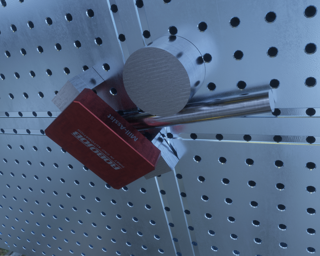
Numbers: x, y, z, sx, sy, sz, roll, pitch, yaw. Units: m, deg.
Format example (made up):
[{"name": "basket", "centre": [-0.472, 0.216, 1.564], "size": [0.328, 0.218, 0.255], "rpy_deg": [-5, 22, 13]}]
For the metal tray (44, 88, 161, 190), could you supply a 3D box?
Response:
[{"name": "metal tray", "centre": [-0.075, 0.020, 0.408], "size": [0.130, 0.030, 0.090], "rpy_deg": [42, 130, -16]}]

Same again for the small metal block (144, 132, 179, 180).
[{"name": "small metal block", "centre": [-0.010, 0.040, 0.439], "size": [0.050, 0.025, 0.050], "rpy_deg": [-26, 105, 36]}]

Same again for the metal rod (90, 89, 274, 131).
[{"name": "metal rod", "centre": [-0.008, -0.011, 0.407], "size": [0.300, 0.025, 0.025], "rpy_deg": [-8, 115, 31]}]

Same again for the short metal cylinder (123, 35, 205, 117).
[{"name": "short metal cylinder", "centre": [0.005, -0.060, 0.353], "size": [0.080, 0.050, 0.079], "rpy_deg": [13, 124, 20]}]

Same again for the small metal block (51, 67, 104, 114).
[{"name": "small metal block", "centre": [-0.111, -0.051, 0.420], "size": [0.025, 0.050, 0.050], "rpy_deg": [49, 128, -7]}]
